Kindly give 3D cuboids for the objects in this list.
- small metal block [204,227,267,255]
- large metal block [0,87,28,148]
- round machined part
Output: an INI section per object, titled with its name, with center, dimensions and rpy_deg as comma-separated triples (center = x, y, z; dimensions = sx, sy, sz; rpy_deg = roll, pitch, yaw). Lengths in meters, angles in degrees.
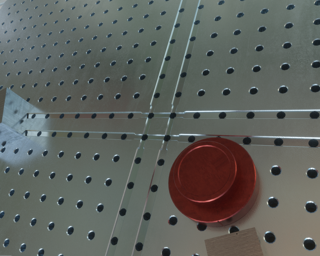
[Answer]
[small metal block]
center = 0.075, 0.127, 0.291
dimensions = 0.050, 0.025, 0.050
rpy_deg = -21, 54, 16
[large metal block]
center = -0.288, -0.013, 0.552
dimensions = 0.080, 0.050, 0.080
rpy_deg = -23, 53, 14
[round machined part]
center = 0.054, 0.053, 0.337
dimensions = 0.098, 0.042, 0.098
rpy_deg = -13, 56, 21
